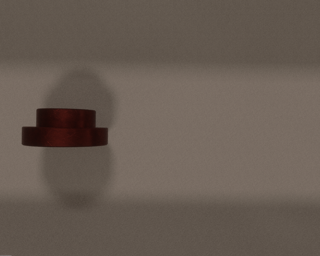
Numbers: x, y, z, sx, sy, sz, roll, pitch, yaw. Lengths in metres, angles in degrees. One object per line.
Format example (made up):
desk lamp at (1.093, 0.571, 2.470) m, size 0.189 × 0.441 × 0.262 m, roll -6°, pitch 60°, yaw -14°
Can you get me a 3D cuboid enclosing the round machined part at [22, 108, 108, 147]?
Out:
round machined part at (-0.113, -0.001, 0.374) m, size 0.099 × 0.098 × 0.042 m, roll 1°, pitch 90°, yaw -1°
